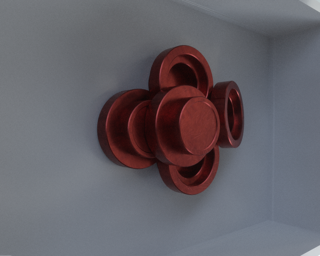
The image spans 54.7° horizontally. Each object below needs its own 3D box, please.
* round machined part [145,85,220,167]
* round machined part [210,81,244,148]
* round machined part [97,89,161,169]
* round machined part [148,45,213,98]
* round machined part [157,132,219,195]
[{"bbox_3d":[0.034,-0.003,0.367,0.099,0.042,0.097,0,90,-40],"label":"round machined part"},{"bbox_3d":[0.091,-0.019,0.458,0.098,0.042,0.097,9,80,-60],"label":"round machined part"},{"bbox_3d":[-0.022,0.001,0.374,0.099,0.042,0.097,0,90,-40],"label":"round machined part"},{"bbox_3d":[0.024,-0.058,0.415,0.099,0.042,0.097,0,90,-40],"label":"round machined part"},{"bbox_3d":[0.034,0.039,0.424,0.099,0.042,0.097,0,90,-40],"label":"round machined part"}]
